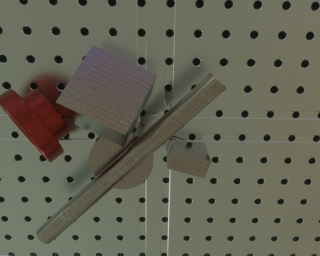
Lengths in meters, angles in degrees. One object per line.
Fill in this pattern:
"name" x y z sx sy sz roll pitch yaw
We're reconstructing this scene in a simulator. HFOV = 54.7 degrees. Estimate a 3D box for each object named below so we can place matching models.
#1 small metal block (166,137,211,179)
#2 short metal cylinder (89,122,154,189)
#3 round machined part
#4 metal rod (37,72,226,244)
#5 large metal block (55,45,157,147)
"small metal block" 0.037 0.038 0.415 0.050 0.050 0.025 16 109 -6
"short metal cylinder" -0.048 0.034 0.412 0.081 0.050 0.079 0 110 0
"round machined part" -0.149 -0.008 0.378 0.042 0.098 0.098 -41 109 -20
"metal rod" -0.044 0.045 0.376 0.299 0.025 0.025 -42 105 13
"large metal block" -0.060 -0.035 0.359 0.080 0.050 0.080 26 69 0
